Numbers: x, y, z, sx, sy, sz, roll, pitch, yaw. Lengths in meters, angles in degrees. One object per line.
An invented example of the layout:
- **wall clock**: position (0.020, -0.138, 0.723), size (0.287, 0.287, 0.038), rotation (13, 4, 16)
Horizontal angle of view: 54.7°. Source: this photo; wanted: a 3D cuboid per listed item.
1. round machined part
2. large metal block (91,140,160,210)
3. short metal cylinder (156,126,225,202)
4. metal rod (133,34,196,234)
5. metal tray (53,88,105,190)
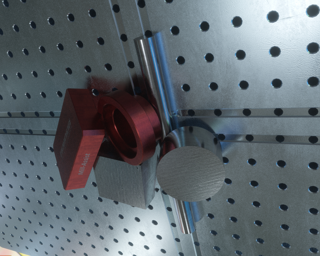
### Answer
- **round machined part**: position (-0.036, -0.004, 0.400), size (0.098, 0.042, 0.097), rotation (36, 142, 36)
- **large metal block**: position (-0.049, 0.065, 0.461), size (0.080, 0.050, 0.079), rotation (10, 123, 23)
- **short metal cylinder**: position (0.038, 0.044, 0.385), size (0.080, 0.050, 0.079), rotation (2, 117, 4)
- **metal rod**: position (0.013, 0.026, 0.421), size (0.025, 0.025, 0.298), rotation (1, 119, 28)
- **metal tray**: position (-0.123, 0.018, 0.452), size (0.090, 0.030, 0.129), rotation (61, 139, 35)
